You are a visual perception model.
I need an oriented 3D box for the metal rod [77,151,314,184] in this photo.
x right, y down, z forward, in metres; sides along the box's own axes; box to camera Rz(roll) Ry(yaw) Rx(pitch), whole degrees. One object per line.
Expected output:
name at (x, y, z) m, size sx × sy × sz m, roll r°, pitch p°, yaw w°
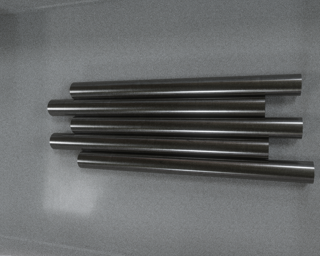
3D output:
metal rod at (0.030, 0.048, 0.398) m, size 0.301 × 0.025 × 0.025 m, roll 1°, pitch 90°, yaw 19°

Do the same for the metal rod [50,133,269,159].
metal rod at (-0.014, 0.022, 0.413) m, size 0.301 × 0.025 × 0.025 m, roll 1°, pitch 90°, yaw 19°

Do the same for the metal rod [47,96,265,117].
metal rod at (-0.018, -0.028, 0.414) m, size 0.301 × 0.025 × 0.025 m, roll 1°, pitch 90°, yaw 19°

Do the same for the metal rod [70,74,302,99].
metal rod at (0.018, -0.052, 0.402) m, size 0.301 × 0.025 × 0.025 m, roll 1°, pitch 90°, yaw 19°

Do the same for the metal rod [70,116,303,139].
metal rod at (0.019, -0.002, 0.402) m, size 0.301 × 0.025 × 0.025 m, roll 1°, pitch 90°, yaw 19°
